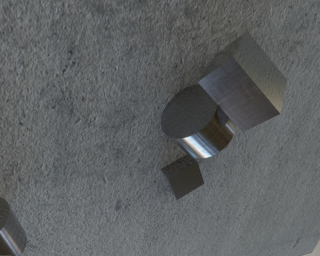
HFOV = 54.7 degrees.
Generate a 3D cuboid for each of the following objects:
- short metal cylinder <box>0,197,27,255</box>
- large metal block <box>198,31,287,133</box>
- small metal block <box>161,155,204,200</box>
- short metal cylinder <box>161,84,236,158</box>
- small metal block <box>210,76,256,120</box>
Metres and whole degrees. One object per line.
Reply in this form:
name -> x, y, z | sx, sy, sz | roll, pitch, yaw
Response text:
short metal cylinder -> -0.196, 0.121, 0.339 | 0.081, 0.080, 0.050 | -20, 126, -17
large metal block -> 0.101, -0.056, 0.366 | 0.080, 0.080, 0.050 | 47, 132, -11
small metal block -> 0.035, 0.074, 0.472 | 0.050, 0.025, 0.050 | -29, 128, -10
short metal cylinder -> 0.048, -0.008, 0.393 | 0.080, 0.080, 0.050 | -45, 129, 3
small metal block -> 0.101, -0.043, 0.436 | 0.050, 0.025, 0.050 | -10, 123, -23
